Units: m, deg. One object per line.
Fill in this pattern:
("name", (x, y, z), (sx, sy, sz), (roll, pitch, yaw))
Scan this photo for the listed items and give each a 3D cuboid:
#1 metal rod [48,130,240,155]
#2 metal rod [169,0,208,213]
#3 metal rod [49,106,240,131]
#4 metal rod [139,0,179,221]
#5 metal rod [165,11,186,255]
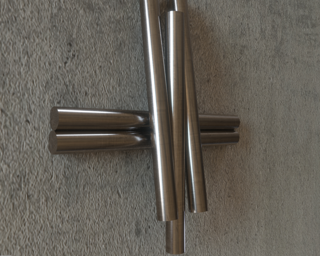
("metal rod", (0.006, 0.015, 0.414), (0.302, 0.025, 0.025), (0, 90, -40))
("metal rod", (0.036, -0.042, 0.411), (0.025, 0.025, 0.298), (0, 82, -40))
("metal rod", (0.007, -0.010, 0.415), (0.302, 0.025, 0.025), (0, 90, -40))
("metal rod", (-0.003, -0.041, 0.378), (0.025, 0.025, 0.298), (0, 82, -40))
("metal rod", (0.019, 0.006, 0.391), (0.025, 0.025, 0.298), (0, 90, -40))
